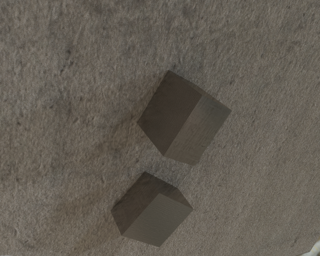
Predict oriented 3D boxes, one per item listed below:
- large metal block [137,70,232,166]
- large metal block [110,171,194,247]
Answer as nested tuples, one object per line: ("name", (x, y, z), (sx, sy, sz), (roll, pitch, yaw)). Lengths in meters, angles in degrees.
("large metal block", (0.026, -0.013, 0.379), (0.050, 0.080, 0.080), (21, 107, -37))
("large metal block", (-0.011, 0.123, 0.462), (0.080, 0.050, 0.080), (-50, 129, 7))
